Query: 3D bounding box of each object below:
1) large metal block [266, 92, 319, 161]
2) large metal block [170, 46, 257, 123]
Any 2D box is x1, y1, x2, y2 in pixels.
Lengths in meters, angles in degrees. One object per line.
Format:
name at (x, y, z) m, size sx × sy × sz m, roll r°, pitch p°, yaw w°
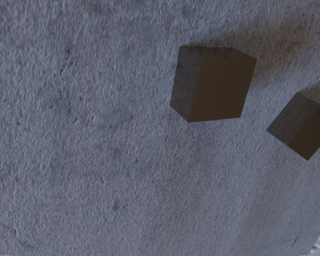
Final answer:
large metal block at (0.242, -0.001, 0.525) m, size 0.080 × 0.050 × 0.080 m, roll 29°, pitch 102°, yaw -38°
large metal block at (0.065, -0.057, 0.393) m, size 0.081 × 0.050 × 0.079 m, roll -6°, pitch 121°, yaw -26°
